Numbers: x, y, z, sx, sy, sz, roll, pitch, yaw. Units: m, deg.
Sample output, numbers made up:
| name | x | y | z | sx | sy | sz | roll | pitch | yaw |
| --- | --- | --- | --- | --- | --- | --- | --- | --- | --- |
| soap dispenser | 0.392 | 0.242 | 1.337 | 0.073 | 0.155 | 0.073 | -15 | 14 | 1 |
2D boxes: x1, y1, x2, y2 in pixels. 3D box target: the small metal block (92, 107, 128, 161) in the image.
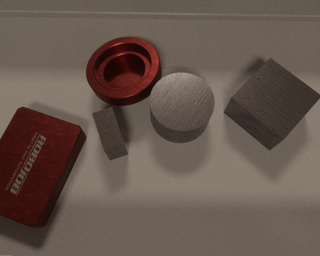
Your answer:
| name | x | y | z | sx | sy | sz | roll | pitch | yaw |
| --- | --- | --- | --- | --- | --- | --- | --- | --- | --- |
| small metal block | -0.062 | 0.008 | 0.393 | 0.025 | 0.050 | 0.050 | -19 | 71 | -7 |

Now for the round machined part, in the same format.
| name | x | y | z | sx | sy | sz | roll | pitch | yaw |
| --- | --- | --- | --- | --- | --- | --- | --- | --- | --- |
| round machined part | -0.046 | -0.072 | 0.420 | 0.099 | 0.042 | 0.098 | -3 | 64 | 8 |

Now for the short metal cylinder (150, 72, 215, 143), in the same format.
| name | x | y | z | sx | sy | sz | roll | pitch | yaw |
| --- | --- | --- | --- | --- | --- | --- | --- | --- | --- |
| short metal cylinder | 0.027 | -0.025 | 0.406 | 0.081 | 0.050 | 0.080 | 0 | 70 | -1 |

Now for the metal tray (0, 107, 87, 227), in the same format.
| name | x | y | z | sx | sy | sz | roll | pitch | yaw |
| --- | --- | --- | --- | --- | --- | --- | --- | --- | --- |
| metal tray | -0.161 | 0.047 | 0.388 | 0.090 | 0.030 | 0.130 | 19 | 71 | 6 |

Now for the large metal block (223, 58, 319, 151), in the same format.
| name | x | y | z | sx | sy | sz | roll | pitch | yaw |
| --- | --- | --- | --- | --- | --- | --- | --- | --- | --- |
| large metal block | 0.146 | -0.031 | 0.409 | 0.080 | 0.050 | 0.080 | 42 | 75 | 13 |
